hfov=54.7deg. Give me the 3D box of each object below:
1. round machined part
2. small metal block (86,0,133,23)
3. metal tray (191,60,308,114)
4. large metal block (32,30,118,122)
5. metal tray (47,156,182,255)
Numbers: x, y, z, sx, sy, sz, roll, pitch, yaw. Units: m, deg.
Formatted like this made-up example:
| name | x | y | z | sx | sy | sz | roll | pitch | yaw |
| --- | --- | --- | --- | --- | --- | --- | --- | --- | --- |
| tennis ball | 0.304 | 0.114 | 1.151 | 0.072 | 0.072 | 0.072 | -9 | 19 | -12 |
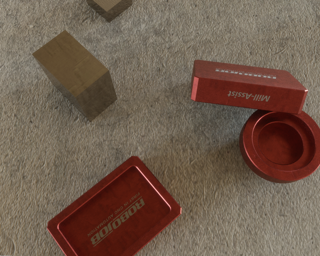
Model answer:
| name | x | y | z | sx | sy | sz | roll | pitch | yaw |
| --- | --- | --- | --- | --- | --- | --- | --- | --- | --- |
| round machined part | 0.149 | 0.022 | 0.393 | 0.099 | 0.042 | 0.098 | 0 | 70 | -1 |
| small metal block | -0.079 | -0.200 | 0.480 | 0.050 | 0.025 | 0.050 | 42 | 75 | 13 |
| metal tray | 0.107 | -0.056 | 0.398 | 0.131 | 0.030 | 0.090 | 8 | 26 | 2 |
| large metal block | -0.106 | -0.064 | 0.401 | 0.080 | 0.080 | 0.050 | 43 | 76 | 14 |
| metal tray | -0.051 | 0.107 | 0.365 | 0.130 | 0.030 | 0.090 | -38 | 75 | -13 |
